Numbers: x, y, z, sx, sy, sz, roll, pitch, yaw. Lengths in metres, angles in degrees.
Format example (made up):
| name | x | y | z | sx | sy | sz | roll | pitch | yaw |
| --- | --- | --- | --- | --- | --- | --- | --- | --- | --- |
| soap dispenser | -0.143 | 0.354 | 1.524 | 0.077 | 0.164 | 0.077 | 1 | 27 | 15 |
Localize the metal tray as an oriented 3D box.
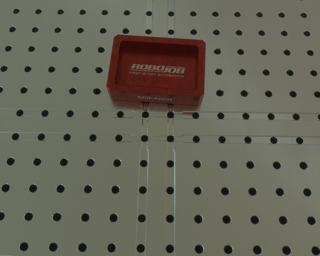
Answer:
| name | x | y | z | sx | sy | sz | roll | pitch | yaw |
| --- | --- | --- | --- | --- | --- | --- | --- | --- | --- |
| metal tray | -0.003 | -0.083 | 0.439 | 0.131 | 0.030 | 0.090 | 4 | 70 | 1 |
